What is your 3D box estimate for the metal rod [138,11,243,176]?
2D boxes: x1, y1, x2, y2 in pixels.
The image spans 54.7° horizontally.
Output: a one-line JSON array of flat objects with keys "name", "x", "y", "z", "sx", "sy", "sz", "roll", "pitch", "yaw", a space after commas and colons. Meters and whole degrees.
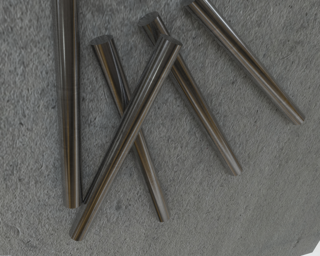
[{"name": "metal rod", "x": 0.057, "y": -0.023, "z": 0.423, "sx": 0.025, "sy": 0.025, "sz": 0.300, "roll": -39, "pitch": 129, "yaw": -2}]

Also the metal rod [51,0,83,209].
[{"name": "metal rod", "x": -0.098, "y": -0.033, "z": 0.332, "sx": 0.025, "sy": 0.025, "sz": 0.298, "roll": -8, "pitch": 122, "yaw": -25}]

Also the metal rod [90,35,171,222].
[{"name": "metal rod", "x": -0.028, "y": 0.025, "z": 0.406, "sx": 0.025, "sy": 0.025, "sz": 0.298, "roll": -25, "pitch": 128, "yaw": -13}]

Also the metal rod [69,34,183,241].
[{"name": "metal rod", "x": -0.052, "y": 0.031, "z": 0.371, "sx": 0.025, "sy": 0.025, "sz": 0.298, "roll": 10, "pitch": 121, "yaw": -33}]

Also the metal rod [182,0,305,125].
[{"name": "metal rod", "x": 0.133, "y": -0.079, "z": 0.429, "sx": 0.301, "sy": 0.025, "sz": 0.025, "roll": 33, "pitch": 100, "yaw": -38}]
